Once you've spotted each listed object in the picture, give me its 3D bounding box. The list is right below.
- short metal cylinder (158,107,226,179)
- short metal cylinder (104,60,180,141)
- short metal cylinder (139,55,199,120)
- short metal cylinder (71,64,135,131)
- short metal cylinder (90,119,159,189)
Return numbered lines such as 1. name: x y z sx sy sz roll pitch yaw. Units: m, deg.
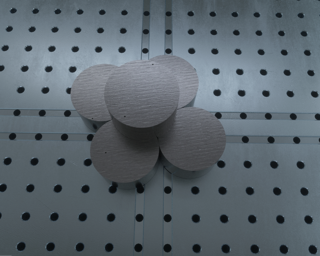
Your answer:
1. short metal cylinder: 0.038 0.020 0.391 0.081 0.050 0.080 0 70 0
2. short metal cylinder: -0.020 -0.030 0.354 0.081 0.050 0.080 0 71 -1
3. short metal cylinder: 0.009 -0.050 0.416 0.081 0.050 0.080 0 70 0
4. short metal cylinder: -0.071 -0.037 0.410 0.081 0.050 0.080 0 70 0
5. short metal cylinder: -0.041 0.033 0.385 0.081 0.050 0.080 0 70 0
